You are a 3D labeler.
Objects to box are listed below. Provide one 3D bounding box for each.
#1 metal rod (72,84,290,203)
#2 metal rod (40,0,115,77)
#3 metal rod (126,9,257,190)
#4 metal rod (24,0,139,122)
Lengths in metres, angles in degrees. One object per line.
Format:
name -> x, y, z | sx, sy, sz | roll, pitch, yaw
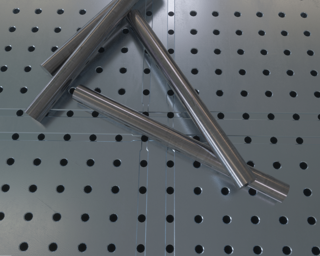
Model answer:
metal rod -> 0.020, 0.016, 0.406 | 0.301, 0.025, 0.025 | 26, 72, 9
metal rod -> -0.064, -0.188, 0.480 | 0.025, 0.025, 0.301 | 38, 74, 13
metal rod -> 0.030, -0.053, 0.415 | 0.025, 0.025, 0.299 | -27, 67, -9
metal rod -> -0.087, -0.135, 0.445 | 0.025, 0.025, 0.300 | 33, 79, 11
